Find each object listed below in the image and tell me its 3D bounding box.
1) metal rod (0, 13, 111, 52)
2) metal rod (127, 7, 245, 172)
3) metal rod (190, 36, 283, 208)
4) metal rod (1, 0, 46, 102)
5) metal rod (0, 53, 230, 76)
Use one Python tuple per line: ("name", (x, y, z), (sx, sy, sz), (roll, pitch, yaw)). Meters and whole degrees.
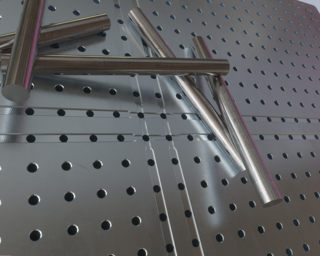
("metal rod", (-0.185, -0.098, 0.368), (0.302, 0.025, 0.025), (-30, 79, -38))
("metal rod", (0.042, -0.064, 0.471), (0.025, 0.025, 0.299), (-26, 76, -37))
("metal rod", (0.100, -0.029, 0.454), (0.025, 0.025, 0.299), (3, 52, -27))
("metal rod", (-0.158, -0.151, 0.388), (0.025, 0.025, 0.300), (10, 49, -23))
("metal rod", (-0.042, -0.083, 0.412), (0.303, 0.025, 0.025), (-4, 64, -22))
